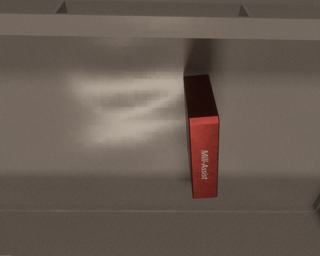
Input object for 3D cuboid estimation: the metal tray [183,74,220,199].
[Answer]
[{"bbox_3d":[0.049,0.012,0.377,0.030,0.090,0.129,-5,130,3],"label":"metal tray"}]
